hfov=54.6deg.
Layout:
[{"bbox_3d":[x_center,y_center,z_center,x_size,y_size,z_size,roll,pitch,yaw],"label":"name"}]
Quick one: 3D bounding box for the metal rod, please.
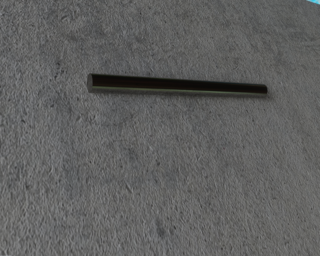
[{"bbox_3d":[0.044,-0.060,0.463,0.302,0.025,0.025,-2,63,-29],"label":"metal rod"}]
